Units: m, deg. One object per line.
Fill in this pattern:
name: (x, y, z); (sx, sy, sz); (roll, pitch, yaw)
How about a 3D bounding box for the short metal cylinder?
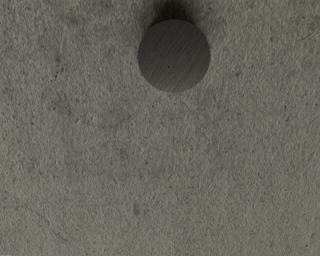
short metal cylinder: (0.015, -0.086, 0.365); (0.080, 0.050, 0.079); (0, 110, 0)
